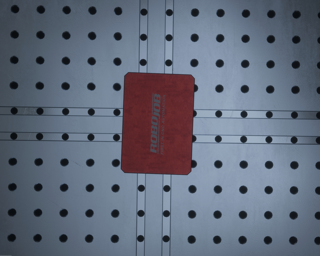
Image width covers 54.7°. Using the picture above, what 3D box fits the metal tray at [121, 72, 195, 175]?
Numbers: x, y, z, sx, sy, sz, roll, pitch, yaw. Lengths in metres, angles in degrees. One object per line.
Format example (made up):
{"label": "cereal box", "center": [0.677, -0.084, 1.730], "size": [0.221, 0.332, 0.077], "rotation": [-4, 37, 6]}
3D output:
{"label": "metal tray", "center": [-0.003, -0.006, 0.410], "size": [0.091, 0.030, 0.129], "rotation": [2, 90, -1]}
